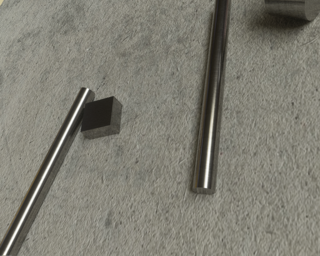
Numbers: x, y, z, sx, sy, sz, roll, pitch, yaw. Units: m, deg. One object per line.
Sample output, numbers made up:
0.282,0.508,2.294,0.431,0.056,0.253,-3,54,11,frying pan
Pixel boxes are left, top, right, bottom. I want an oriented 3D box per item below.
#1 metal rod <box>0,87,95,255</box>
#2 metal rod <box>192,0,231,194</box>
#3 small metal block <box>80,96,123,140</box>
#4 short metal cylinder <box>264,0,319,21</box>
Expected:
-0.167,0.072,0.446,0.025,0.025,0.300,8,65,31,metal rod
0.072,-0.063,0.404,0.025,0.025,0.300,-4,60,26,metal rod
-0.086,-0.015,0.458,0.050,0.025,0.050,-12,57,21,small metal block
0.174,-0.179,0.387,0.050,0.080,0.080,25,75,36,short metal cylinder
